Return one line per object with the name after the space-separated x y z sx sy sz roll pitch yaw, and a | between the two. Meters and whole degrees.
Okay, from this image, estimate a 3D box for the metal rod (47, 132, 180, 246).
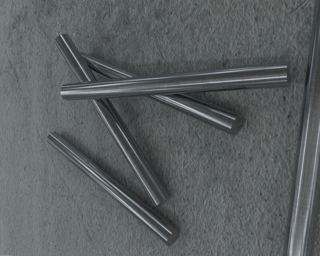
-0.089 0.078 0.478 0.300 0.025 0.025 30 109 36 | metal rod

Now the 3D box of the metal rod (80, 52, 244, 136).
-0.024 -0.058 0.424 0.300 0.025 0.025 27 107 36 | metal rod

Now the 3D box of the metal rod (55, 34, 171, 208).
-0.075 -0.022 0.447 0.025 0.025 0.299 -45 69 31 | metal rod

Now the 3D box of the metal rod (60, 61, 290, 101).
-0.005 -0.052 0.376 0.300 0.025 0.025 0 90 30 | metal rod

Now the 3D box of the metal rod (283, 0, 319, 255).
0.140 0.025 0.288 0.025 0.025 0.298 9 96 39 | metal rod
